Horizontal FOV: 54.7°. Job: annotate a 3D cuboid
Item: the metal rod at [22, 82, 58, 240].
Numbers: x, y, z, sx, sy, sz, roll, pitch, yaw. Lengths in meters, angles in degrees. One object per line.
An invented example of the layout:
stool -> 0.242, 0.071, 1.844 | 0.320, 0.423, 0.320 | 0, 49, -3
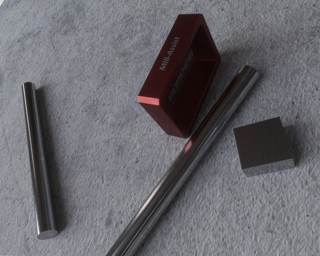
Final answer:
metal rod -> -0.194, 0.030, 0.487 | 0.025, 0.025, 0.300 | -32, 52, 8

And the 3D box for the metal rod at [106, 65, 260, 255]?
metal rod -> 0.025, 0.048, 0.361 | 0.025, 0.025, 0.300 | 29, 77, 37

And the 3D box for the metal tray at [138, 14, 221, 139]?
metal tray -> 0.030, -0.063, 0.385 | 0.030, 0.090, 0.130 | 12, 68, 33

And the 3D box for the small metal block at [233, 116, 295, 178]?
small metal block -> 0.111, 0.021, 0.333 | 0.050, 0.025, 0.050 | -16, 55, 19
